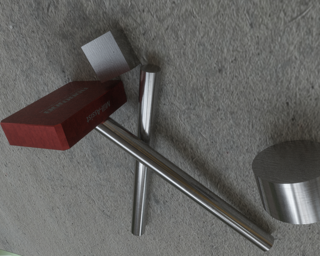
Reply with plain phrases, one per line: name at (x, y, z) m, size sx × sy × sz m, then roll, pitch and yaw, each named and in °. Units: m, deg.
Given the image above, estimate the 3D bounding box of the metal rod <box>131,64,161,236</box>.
metal rod at (-0.024, 0.052, 0.450) m, size 0.025 × 0.025 × 0.298 m, roll 18°, pitch 126°, yaw 17°

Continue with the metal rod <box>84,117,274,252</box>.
metal rod at (0.028, 0.070, 0.411) m, size 0.301 × 0.025 × 0.025 m, roll 37°, pitch 129°, yaw -6°

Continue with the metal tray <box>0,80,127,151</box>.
metal tray at (-0.112, -0.022, 0.383) m, size 0.090 × 0.131 × 0.030 m, roll 3°, pitch 120°, yaw 26°

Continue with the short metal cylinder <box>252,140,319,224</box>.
short metal cylinder at (0.144, 0.055, 0.329) m, size 0.080 × 0.080 × 0.050 m, roll -8°, pitch 115°, yaw 31°

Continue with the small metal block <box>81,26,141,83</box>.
small metal block at (-0.060, -0.090, 0.382) m, size 0.050 × 0.025 × 0.050 m, roll -16°, pitch 110°, yaw 34°
